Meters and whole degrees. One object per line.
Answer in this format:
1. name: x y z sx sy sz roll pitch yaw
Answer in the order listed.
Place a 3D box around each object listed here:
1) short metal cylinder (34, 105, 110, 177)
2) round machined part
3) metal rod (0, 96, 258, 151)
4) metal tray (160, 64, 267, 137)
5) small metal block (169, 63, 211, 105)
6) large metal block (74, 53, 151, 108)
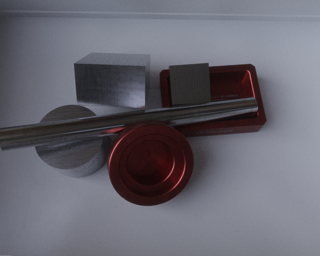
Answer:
1. short metal cylinder: -0.107 0.017 0.386 0.081 0.050 0.080 0 70 0
2. round machined part: -0.013 0.039 0.368 0.099 0.042 0.097 -4 104 -14
3. metal rod: -0.023 -0.009 0.367 0.302 0.025 0.025 -8 70 -15
4. metal tray: 0.068 -0.037 0.419 0.131 0.030 0.090 -4 70 -2
5. small metal block: 0.038 -0.057 0.407 0.050 0.025 0.050 -5 96 -2
6. large metal block: -0.055 -0.063 0.393 0.081 0.080 0.050 2 112 1
